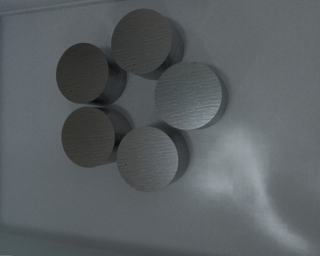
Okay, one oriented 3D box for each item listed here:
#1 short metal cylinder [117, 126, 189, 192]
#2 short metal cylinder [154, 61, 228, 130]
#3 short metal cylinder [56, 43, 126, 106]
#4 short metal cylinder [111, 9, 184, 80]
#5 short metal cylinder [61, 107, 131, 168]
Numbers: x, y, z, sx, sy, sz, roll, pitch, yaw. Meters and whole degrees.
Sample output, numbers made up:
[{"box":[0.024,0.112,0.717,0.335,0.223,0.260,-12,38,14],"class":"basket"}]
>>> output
[{"box":[-0.008,0.038,0.398,0.080,0.050,0.080,0,90,20],"class":"short metal cylinder"},{"box":[0.040,-0.038,0.381,0.080,0.050,0.080,0,90,20],"class":"short metal cylinder"},{"box":[-0.094,-0.072,0.428,0.080,0.050,0.080,0,90,20],"class":"short metal cylinder"},{"box":[-0.015,-0.105,0.400,0.080,0.050,0.080,0,90,20],"class":"short metal cylinder"},{"box":[-0.086,0.012,0.425,0.080,0.050,0.080,0,90,20],"class":"short metal cylinder"}]
